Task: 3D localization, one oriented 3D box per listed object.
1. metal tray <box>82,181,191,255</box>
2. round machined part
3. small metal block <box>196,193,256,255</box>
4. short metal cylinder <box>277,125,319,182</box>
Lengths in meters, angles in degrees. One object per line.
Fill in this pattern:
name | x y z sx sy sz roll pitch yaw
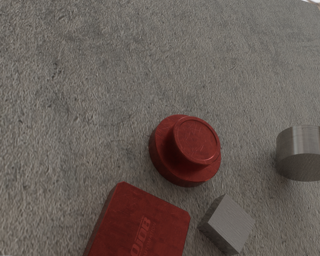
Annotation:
metal tray | -0.028 0.130 0.308 0.090 0.030 0.130 28 52 -11
round machined part | 0.039 0.024 0.401 0.099 0.042 0.098 14 56 -21
small metal block | 0.081 0.118 0.378 0.050 0.025 0.050 44 51 2
short metal cylinder | 0.218 0.039 0.465 0.080 0.080 0.050 24 53 -14
